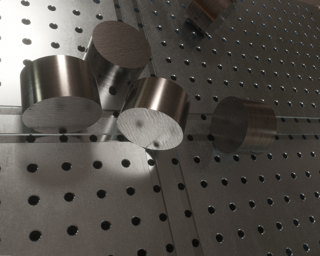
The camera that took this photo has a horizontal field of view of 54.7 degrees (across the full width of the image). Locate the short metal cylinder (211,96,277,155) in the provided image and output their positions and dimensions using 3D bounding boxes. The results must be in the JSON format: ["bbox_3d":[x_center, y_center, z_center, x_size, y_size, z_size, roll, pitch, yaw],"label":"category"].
[{"bbox_3d":[0.116,-0.002,0.439,0.050,0.080,0.080,5,59,-26],"label":"short metal cylinder"}]

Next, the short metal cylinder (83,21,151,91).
[{"bbox_3d":[-0.059,-0.098,0.422,0.081,0.050,0.080,14,56,-21],"label":"short metal cylinder"}]

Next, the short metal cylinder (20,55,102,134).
[{"bbox_3d":[-0.107,-0.034,0.337,0.081,0.080,0.050,-1,62,-29],"label":"short metal cylinder"}]

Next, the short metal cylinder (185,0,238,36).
[{"bbox_3d":[0.091,-0.211,0.553,0.050,0.080,0.080,47,51,4],"label":"short metal cylinder"}]

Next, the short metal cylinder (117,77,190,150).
[{"bbox_3d":[-0.007,-0.016,0.381,0.080,0.080,0.050,26,53,-13],"label":"short metal cylinder"}]
